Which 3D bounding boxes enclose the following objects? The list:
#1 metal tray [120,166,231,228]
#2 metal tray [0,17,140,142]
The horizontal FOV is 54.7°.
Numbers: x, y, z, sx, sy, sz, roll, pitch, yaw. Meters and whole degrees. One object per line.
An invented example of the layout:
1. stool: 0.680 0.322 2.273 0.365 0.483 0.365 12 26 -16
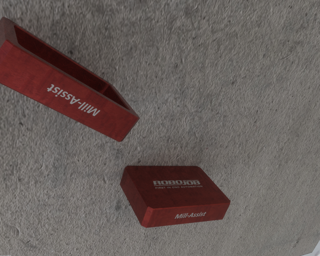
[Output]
1. metal tray: 0.021 0.090 0.431 0.131 0.090 0.030 4 116 -31
2. metal tray: -0.089 -0.043 0.289 0.131 0.090 0.030 31 101 -38
